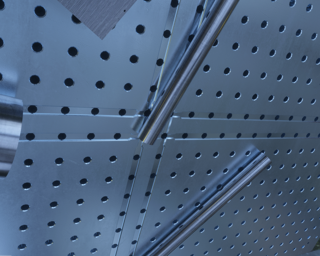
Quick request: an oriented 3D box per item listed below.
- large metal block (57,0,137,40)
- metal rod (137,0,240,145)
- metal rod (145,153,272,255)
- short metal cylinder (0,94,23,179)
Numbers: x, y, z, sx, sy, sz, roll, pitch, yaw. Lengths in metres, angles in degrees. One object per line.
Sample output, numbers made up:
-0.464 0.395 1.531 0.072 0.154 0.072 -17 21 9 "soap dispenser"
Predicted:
-0.061 -0.141 0.274 0.080 0.050 0.080 -48 129 5 "large metal block"
0.055 -0.109 0.373 0.025 0.025 0.298 20 108 -36 "metal rod"
0.076 0.152 0.546 0.300 0.025 0.025 -42 129 0 "metal rod"
-0.166 0.005 0.288 0.050 0.080 0.080 14 111 -34 "short metal cylinder"
